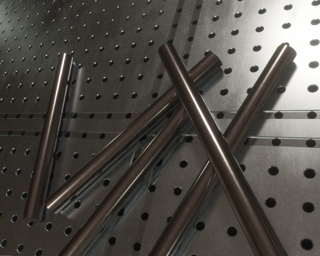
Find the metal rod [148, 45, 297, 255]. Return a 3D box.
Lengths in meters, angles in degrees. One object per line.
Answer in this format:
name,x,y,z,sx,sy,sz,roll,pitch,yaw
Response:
metal rod,0.074,0.027,0.351,0.025,0.025,0.300,25,75,36

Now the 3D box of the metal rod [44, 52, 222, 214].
metal rod,-0.035,0.006,0.421,0.300,0.025,0.025,-42,51,-1

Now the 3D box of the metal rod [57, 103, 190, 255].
metal rod,-0.048,0.080,0.382,0.025,0.025,0.300,33,79,38

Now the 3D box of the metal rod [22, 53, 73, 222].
metal rod,-0.174,-0.003,0.498,0.025,0.025,0.299,-13,56,20

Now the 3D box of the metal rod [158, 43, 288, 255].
metal rod,0.053,0.002,0.344,0.025,0.025,0.299,-29,52,10
